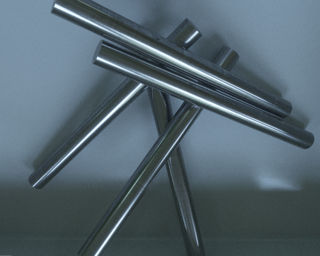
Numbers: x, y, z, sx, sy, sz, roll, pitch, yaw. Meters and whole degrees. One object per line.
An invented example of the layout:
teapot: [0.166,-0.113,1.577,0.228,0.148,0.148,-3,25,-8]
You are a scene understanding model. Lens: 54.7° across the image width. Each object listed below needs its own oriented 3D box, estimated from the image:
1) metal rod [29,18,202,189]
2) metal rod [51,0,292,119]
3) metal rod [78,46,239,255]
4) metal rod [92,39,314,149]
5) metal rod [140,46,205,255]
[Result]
metal rod: [-0.068,-0.016,0.384,0.025,0.025,0.299,43,112,-15]
metal rod: [0.038,-0.066,0.333,0.302,0.025,0.025,19,110,-29]
metal rod: [0.001,0.030,0.371,0.025,0.025,0.300,36,86,-13]
metal rod: [0.070,-0.028,0.358,0.302,0.025,0.025,19,110,-25]
metal rod: [0.017,0.037,0.404,0.025,0.025,0.298,-13,102,4]
